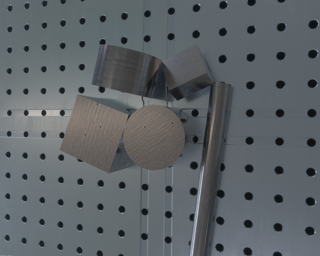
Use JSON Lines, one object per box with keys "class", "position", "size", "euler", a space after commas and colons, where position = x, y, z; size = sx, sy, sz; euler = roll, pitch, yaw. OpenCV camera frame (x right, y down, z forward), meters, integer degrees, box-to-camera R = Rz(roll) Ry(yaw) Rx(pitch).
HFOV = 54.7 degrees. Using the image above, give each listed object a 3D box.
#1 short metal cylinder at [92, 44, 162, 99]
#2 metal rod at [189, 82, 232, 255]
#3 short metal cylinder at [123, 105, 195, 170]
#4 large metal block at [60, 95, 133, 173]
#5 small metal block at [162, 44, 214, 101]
{"class": "short metal cylinder", "position": [-0.043, -0.071, 0.398], "size": [0.080, 0.080, 0.050], "euler": [15, 95, 19]}
{"class": "metal rod", "position": [0.058, 0.093, 0.391], "size": [0.025, 0.025, 0.298], "euler": [8, 93, 20]}
{"class": "short metal cylinder", "position": [0.000, 0.011, 0.399], "size": [0.080, 0.050, 0.079], "euler": [0, 90, 20]}
{"class": "large metal block", "position": [-0.079, 0.007, 0.427], "size": [0.080, 0.050, 0.080], "euler": [22, 97, 18]}
{"class": "small metal block", "position": [0.034, -0.070, 0.390], "size": [0.050, 0.025, 0.050], "euler": [-24, 55, 18]}
